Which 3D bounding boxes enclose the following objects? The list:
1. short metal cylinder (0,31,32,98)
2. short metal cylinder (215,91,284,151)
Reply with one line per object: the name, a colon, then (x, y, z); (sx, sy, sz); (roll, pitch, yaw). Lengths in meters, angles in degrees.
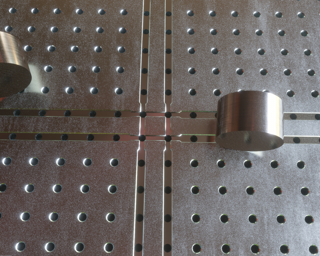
short metal cylinder: (-0.218, -0.082, 0.410); (0.080, 0.080, 0.050); (-21, 72, -8)
short metal cylinder: (0.111, -0.006, 0.386); (0.080, 0.080, 0.050); (7, 70, 2)
